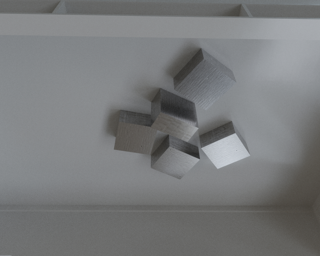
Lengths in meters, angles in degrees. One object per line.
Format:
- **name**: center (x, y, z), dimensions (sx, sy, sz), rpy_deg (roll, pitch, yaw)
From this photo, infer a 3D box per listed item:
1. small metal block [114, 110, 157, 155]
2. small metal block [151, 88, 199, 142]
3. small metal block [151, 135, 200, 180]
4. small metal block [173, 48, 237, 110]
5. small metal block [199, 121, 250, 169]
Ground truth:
- **small metal block**: center (-0.032, 0.006, 0.414), dimensions (0.050, 0.025, 0.050), rpy_deg (9, 130, -9)
- **small metal block**: center (0.017, -0.016, 0.379), dimensions (0.050, 0.050, 0.025), rpy_deg (22, 127, -18)
- **small metal block**: center (0.021, 0.042, 0.446), dimensions (0.050, 0.025, 0.050), rpy_deg (24, 126, -20)
- **small metal block**: center (0.051, -0.056, 0.362), dimensions (0.050, 0.025, 0.050), rpy_deg (30, 124, -24)
- **small metal block**: center (0.090, 0.025, 0.432), dimensions (0.050, 0.025, 0.050), rpy_deg (-26, 126, 20)
